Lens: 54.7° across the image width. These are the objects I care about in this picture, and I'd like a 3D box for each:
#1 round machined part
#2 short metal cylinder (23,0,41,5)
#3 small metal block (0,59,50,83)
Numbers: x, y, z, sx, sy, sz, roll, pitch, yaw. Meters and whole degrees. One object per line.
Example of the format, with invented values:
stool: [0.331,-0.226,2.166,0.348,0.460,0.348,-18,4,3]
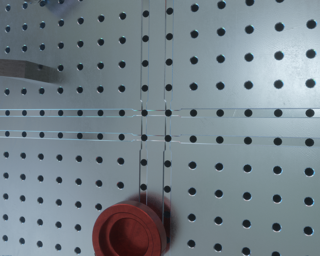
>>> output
round machined part: [-0.037,0.146,0.416,0.098,0.042,0.097,0,90,19]
short metal cylinder: [-0.193,-0.229,0.450,0.050,0.080,0.080,-34,79,17]
small metal block: [-0.206,-0.086,0.470,0.050,0.050,0.025,8,93,19]
